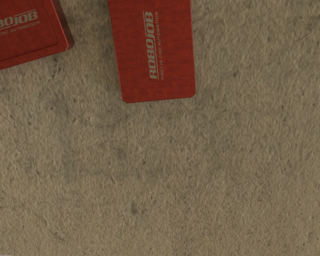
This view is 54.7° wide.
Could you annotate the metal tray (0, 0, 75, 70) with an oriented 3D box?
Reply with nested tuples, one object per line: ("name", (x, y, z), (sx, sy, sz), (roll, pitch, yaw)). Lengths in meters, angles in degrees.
("metal tray", (-0.179, -0.119, 0.360), (0.131, 0.030, 0.089), (-15, 110, 5))

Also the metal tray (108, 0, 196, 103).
("metal tray", (-0.007, -0.099, 0.371), (0.091, 0.030, 0.129), (-5, 110, 1))
